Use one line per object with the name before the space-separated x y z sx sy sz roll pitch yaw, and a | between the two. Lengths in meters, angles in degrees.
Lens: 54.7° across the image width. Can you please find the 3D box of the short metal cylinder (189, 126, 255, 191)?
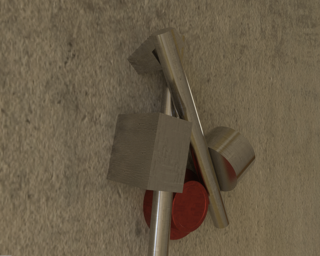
short metal cylinder | 0.089 0.044 0.448 0.050 0.080 0.080 -40 115 -33

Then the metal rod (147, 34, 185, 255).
metal rod | 0.009 0.021 0.396 0.025 0.025 0.299 15 74 -39

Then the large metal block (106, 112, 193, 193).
large metal block | -0.014 0.028 0.361 0.050 0.080 0.080 15 80 -39

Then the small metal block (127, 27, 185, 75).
small metal block | -0.005 -0.095 0.387 0.050 0.050 0.025 -52 121 -27

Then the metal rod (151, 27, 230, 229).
metal rod | 0.048 0.020 0.404 0.025 0.025 0.298 -40 123 -33

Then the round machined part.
round machined part | 0.028 0.103 0.422 0.099 0.042 0.097 0 90 -40
